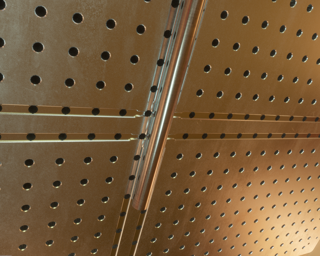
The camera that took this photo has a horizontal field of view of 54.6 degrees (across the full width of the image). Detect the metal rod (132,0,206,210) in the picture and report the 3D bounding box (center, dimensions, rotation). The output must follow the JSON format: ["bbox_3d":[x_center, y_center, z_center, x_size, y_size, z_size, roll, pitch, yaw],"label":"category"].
[{"bbox_3d":[0.005,-0.015,0.404,0.025,0.025,0.298,0,118,-29],"label":"metal rod"}]
